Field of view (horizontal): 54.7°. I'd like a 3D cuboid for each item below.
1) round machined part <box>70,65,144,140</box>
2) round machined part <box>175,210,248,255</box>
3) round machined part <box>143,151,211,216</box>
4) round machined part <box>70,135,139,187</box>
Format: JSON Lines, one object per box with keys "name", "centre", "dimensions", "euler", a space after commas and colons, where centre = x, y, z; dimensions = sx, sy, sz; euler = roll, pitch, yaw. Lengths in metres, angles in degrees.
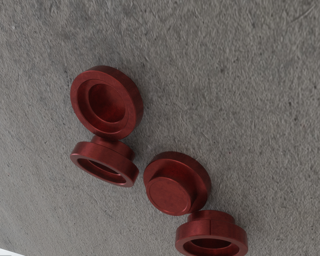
{"name": "round machined part", "centre": [-0.065, -0.036, 0.408], "dimensions": [0.098, 0.042, 0.097], "euler": [13, 124, 21]}
{"name": "round machined part", "centre": [0.072, 0.149, 0.435], "dimensions": [0.099, 0.042, 0.097], "euler": [4, 140, 4]}
{"name": "round machined part", "centre": [0.020, 0.085, 0.438], "dimensions": [0.098, 0.042, 0.097], "euler": [13, 124, 21]}
{"name": "round machined part", "centre": [-0.075, 0.045, 0.446], "dimensions": [0.098, 0.042, 0.098], "euler": [19, 154, 10]}
